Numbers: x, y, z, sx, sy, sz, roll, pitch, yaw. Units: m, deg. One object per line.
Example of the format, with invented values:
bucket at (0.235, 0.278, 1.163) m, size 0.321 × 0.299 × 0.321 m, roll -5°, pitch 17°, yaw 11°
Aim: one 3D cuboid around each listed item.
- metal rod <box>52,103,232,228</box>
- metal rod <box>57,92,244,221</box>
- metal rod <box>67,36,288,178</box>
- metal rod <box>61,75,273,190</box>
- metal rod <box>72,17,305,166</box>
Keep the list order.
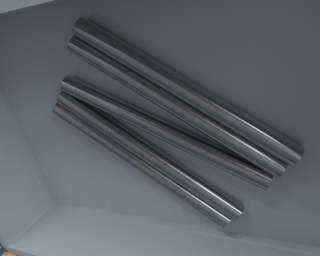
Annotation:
metal rod at (-0.029, 0.050, 0.453) m, size 0.301 × 0.025 × 0.025 m, roll 33°, pitch 129°, yaw 6°
metal rod at (-0.017, 0.035, 0.438) m, size 0.301 × 0.025 × 0.025 m, roll 33°, pitch 129°, yaw 6°
metal rod at (0.016, -0.030, 0.380) m, size 0.301 × 0.025 × 0.025 m, roll 32°, pitch 129°, yaw 7°
metal rod at (0.001, 0.001, 0.407) m, size 0.301 × 0.025 × 0.025 m, roll 26°, pitch 128°, yaw 12°
metal rod at (0.027, -0.047, 0.364) m, size 0.301 × 0.025 × 0.025 m, roll 32°, pitch 129°, yaw 7°
